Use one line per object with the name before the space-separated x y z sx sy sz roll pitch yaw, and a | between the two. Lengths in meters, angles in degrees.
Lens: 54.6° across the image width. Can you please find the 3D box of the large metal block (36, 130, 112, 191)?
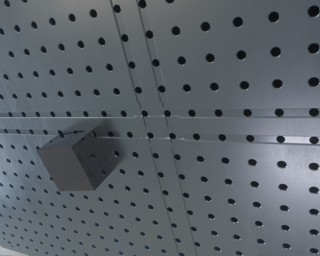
large metal block | -0.138 0.054 0.502 0.080 0.050 0.080 -8 115 32
